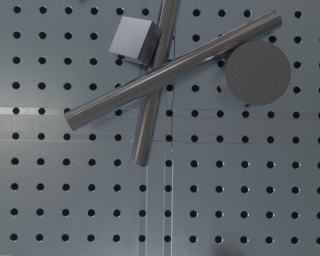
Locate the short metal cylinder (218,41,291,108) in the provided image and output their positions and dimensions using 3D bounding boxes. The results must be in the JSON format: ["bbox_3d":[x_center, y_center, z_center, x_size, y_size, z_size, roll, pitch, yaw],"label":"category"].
[{"bbox_3d":[0.120,-0.067,0.402,0.081,0.050,0.079,0,90,0],"label":"short metal cylinder"}]

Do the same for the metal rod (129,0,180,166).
[{"bbox_3d":[0.000,-0.098,0.413,0.025,0.025,0.298,11,90,0],"label":"metal rod"}]

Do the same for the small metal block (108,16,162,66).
[{"bbox_3d":[-0.032,-0.113,0.401,0.050,0.025,0.050,21,90,32],"label":"small metal block"}]

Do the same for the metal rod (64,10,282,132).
[{"bbox_3d":[0.023,-0.076,0.392,0.302,0.025,0.025,-28,90,-9],"label":"metal rod"}]
